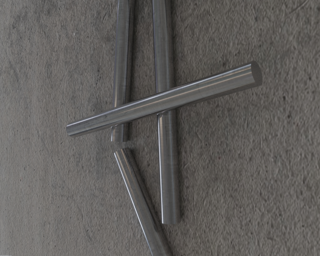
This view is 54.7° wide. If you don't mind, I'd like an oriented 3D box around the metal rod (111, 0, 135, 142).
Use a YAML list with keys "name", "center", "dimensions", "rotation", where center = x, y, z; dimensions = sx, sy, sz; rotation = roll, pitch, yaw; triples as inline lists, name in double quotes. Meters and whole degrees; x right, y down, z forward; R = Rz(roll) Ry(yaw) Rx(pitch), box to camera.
- name: "metal rod"
  center: [-0.051, -0.129, 0.447]
  dimensions: [0.025, 0.025, 0.298]
  rotation: [6, 94, 40]

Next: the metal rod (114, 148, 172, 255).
- name: "metal rod"
  center: [0.002, 0.164, 0.403]
  dimensions: [0.025, 0.025, 0.299]
  rotation: [-37, 68, 34]

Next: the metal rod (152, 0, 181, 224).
- name: "metal rod"
  center: [0.008, -0.030, 0.398]
  dimensions: [0.025, 0.025, 0.298]
  rotation: [-4, 87, 40]

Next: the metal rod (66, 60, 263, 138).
- name: "metal rod"
  center: [-0.021, -0.025, 0.388]
  dimensions: [0.300, 0.025, 0.025]
  rotation: [-14, 81, 39]
